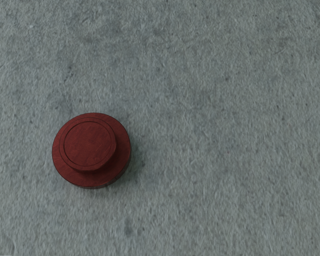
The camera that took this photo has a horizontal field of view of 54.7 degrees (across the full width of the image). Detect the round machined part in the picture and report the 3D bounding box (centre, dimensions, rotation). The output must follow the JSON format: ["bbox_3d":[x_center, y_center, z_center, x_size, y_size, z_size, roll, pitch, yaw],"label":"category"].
[{"bbox_3d":[-0.086,0.025,0.389,0.099,0.042,0.098,0,70,-1],"label":"round machined part"}]
